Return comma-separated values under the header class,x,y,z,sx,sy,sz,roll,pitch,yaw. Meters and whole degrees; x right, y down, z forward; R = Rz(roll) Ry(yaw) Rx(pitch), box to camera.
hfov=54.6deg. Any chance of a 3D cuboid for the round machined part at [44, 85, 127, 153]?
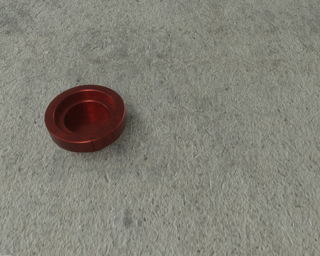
class,x,y,z,sx,sy,sz,roll,pitch,yaw
round machined part,-0.092,-0.007,0.398,0.099,0.042,0.098,0,50,0
